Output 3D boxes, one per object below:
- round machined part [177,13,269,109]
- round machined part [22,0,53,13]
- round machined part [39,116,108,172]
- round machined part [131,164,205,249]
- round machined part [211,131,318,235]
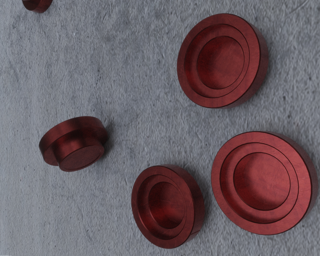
[{"bbox_3d":[0.070,-0.069,0.336,0.098,0.042,0.097,0,90,40],"label":"round machined part"},{"bbox_3d":[-0.245,-0.277,0.597,0.098,0.042,0.097,0,90,40],"label":"round machined part"},{"bbox_3d":[-0.122,0.029,0.459,0.098,0.099,0.042,-46,63,30],"label":"round machined part"},{"bbox_3d":[0.014,0.093,0.383,0.098,0.042,0.097,0,90,40],"label":"round machined part"},{"bbox_3d":[0.104,0.052,0.308,0.098,0.042,0.097,0,90,40],"label":"round machined part"}]
